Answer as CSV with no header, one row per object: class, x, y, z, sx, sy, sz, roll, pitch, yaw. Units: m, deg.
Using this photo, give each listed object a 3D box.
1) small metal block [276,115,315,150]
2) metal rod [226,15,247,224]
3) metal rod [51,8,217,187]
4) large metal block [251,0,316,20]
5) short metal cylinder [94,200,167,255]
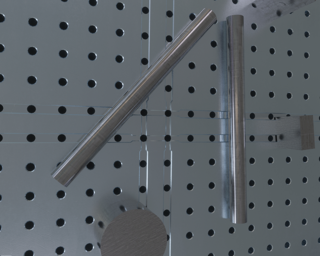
small metal block,0.207,0.006,0.476,0.025,0.050,0.050,-5,92,-20
metal rod,0.112,-0.012,0.454,0.025,0.025,0.298,-1,91,-20
metal rod,-0.025,-0.048,0.403,0.025,0.025,0.300,44,76,-15
large metal block,0.191,-0.218,0.454,0.050,0.080,0.080,26,81,-18
short metal cylinder,-0.038,0.135,0.386,0.081,0.050,0.079,0,90,-20
